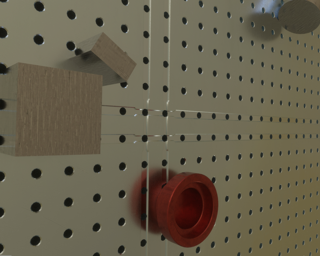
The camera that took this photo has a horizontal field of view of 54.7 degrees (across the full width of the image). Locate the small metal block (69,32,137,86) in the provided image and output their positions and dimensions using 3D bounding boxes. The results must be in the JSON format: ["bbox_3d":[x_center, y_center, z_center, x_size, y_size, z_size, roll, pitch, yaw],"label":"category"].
[{"bbox_3d":[-0.063,-0.074,0.341,0.050,0.050,0.025,40,66,-33],"label":"small metal block"}]

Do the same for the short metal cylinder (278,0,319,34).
[{"bbox_3d":[0.284,-0.235,0.615,0.080,0.080,0.050,47,62,-30],"label":"short metal cylinder"}]

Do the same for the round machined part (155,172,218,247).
[{"bbox_3d":[0.033,0.109,0.428,0.099,0.042,0.097,0,90,-40],"label":"round machined part"}]

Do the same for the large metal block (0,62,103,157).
[{"bbox_3d":[-0.106,-0.015,0.305,0.081,0.050,0.079,2,89,-40],"label":"large metal block"}]
